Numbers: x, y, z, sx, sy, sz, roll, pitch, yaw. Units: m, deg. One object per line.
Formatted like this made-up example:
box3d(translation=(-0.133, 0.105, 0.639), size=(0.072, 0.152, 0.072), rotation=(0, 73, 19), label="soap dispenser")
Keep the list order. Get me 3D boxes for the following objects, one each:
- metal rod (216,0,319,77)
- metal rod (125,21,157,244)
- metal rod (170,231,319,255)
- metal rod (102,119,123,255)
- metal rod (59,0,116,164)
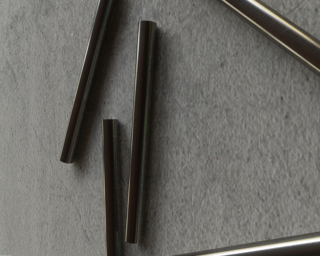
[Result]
box3d(translation=(0.087, -0.134, 0.332), size=(0.300, 0.025, 0.025), rotation=(50, 119, 28), label="metal rod")
box3d(translation=(-0.027, 0.008, 0.424), size=(0.025, 0.025, 0.298), rotation=(6, 94, 39), label="metal rod")
box3d(translation=(0.058, 0.153, 0.355), size=(0.299, 0.025, 0.025), rotation=(-27, 73, 36), label="metal rod")
box3d(translation=(-0.069, 0.136, 0.459), size=(0.025, 0.025, 0.298), rotation=(-3, 88, 39), label="metal rod")
box3d(translation=(-0.116, -0.082, 0.497), size=(0.025, 0.025, 0.298), rotation=(29, 108, 36), label="metal rod")
